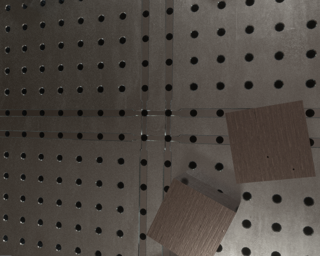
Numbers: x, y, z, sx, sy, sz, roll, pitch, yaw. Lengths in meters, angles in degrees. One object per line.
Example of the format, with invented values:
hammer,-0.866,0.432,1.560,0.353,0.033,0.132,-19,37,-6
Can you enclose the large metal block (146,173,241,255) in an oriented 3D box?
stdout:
large metal block,0.042,0.112,0.384,0.080,0.050,0.080,27,99,17

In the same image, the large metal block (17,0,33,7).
large metal block,-0.226,-0.251,0.477,0.080,0.050,0.080,39,102,15

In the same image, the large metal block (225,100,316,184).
large metal block,0.125,0.016,0.355,0.080,0.050,0.080,-9,87,19
